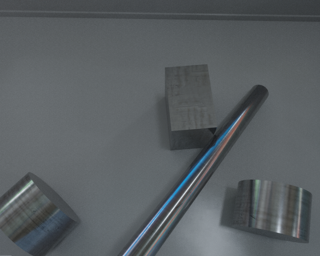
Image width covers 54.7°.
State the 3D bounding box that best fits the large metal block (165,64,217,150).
[{"bbox_3d":[0.035,-0.023,0.389,0.050,0.080,0.080,-5,70,-1],"label":"large metal block"}]

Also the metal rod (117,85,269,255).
[{"bbox_3d":[0.054,0.034,0.339,0.025,0.025,0.302,36,51,12],"label":"metal rod"}]

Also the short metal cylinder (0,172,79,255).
[{"bbox_3d":[-0.137,0.095,0.344,0.080,0.080,0.050,42,75,13],"label":"short metal cylinder"}]

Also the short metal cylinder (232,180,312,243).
[{"bbox_3d":[0.125,0.094,0.348,0.080,0.080,0.050,13,71,4],"label":"short metal cylinder"}]
